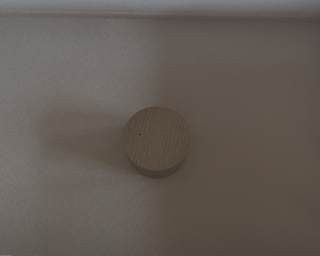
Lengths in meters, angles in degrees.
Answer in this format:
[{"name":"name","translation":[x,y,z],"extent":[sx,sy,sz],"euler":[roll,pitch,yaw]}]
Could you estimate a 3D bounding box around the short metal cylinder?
[{"name":"short metal cylinder","translation":[-0.004,0.019,0.389],"extent":[0.081,0.050,0.080],"euler":[0,70,0]}]
